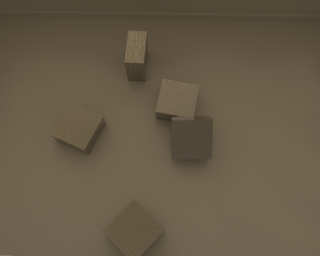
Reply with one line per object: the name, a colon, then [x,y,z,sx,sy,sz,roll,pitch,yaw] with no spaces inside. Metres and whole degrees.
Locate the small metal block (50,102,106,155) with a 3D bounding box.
small metal block: [-0.107,0.001,0.408,0.050,0.025,0.050,23,72,8]

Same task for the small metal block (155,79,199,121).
small metal block: [0.024,-0.035,0.423,0.050,0.025,0.050,11,70,4]

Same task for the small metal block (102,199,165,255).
small metal block: [-0.030,0.121,0.365,0.050,0.025,0.050,42,75,14]

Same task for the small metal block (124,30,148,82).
small metal block: [-0.032,-0.099,0.432,0.025,0.050,0.050,3,70,1]

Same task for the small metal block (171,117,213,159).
small metal block: [0.040,0.012,0.393,0.050,0.025,0.050,0,102,0]
